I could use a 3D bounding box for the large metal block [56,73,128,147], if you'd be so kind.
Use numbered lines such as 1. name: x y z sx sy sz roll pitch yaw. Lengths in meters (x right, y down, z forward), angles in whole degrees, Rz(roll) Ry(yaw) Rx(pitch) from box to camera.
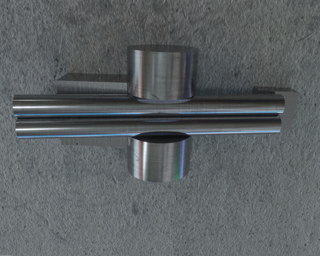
1. large metal block: -0.079 -0.024 0.388 0.081 0.050 0.079 2 110 -1

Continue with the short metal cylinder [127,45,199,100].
1. short metal cylinder: 0.003 -0.067 0.357 0.081 0.080 0.050 1 110 -1

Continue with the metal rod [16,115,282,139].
1. metal rod: -0.005 -0.003 0.362 0.302 0.025 0.025 -1 110 -8

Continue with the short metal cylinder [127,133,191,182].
1. short metal cylinder: -0.001 0.027 0.391 0.081 0.080 0.050 1 110 -1

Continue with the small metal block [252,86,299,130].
1. small metal block: 0.146 -0.026 0.403 0.050 0.025 0.050 3 110 -1

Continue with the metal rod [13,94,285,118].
1. metal rod: -0.004 -0.026 0.354 0.302 0.025 0.025 -1 110 -8
